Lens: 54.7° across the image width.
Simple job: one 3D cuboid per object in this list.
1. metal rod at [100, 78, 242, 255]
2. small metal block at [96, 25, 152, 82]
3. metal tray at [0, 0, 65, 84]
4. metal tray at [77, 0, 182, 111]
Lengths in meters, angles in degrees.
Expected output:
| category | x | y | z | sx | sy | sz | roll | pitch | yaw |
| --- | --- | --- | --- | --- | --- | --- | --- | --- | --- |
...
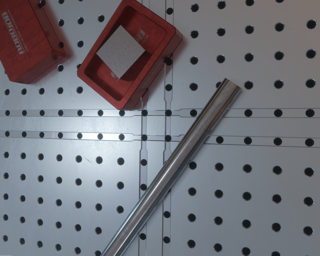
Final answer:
| category | x | y | z | sx | sy | sz | roll | pitch | yaw |
| --- | --- | --- | --- | --- | --- | --- | --- | --- | --- |
| metal rod | 0.008 | 0.066 | 0.409 | 0.025 | 0.025 | 0.299 | 37 | 101 | 16 |
| small metal block | -0.048 | -0.099 | 0.415 | 0.050 | 0.025 | 0.050 | -45 | 77 | 14 |
| metal tray | -0.216 | -0.146 | 0.484 | 0.090 | 0.030 | 0.130 | -30 | 80 | 17 |
| metal tray | -0.044 | -0.099 | 0.424 | 0.090 | 0.030 | 0.130 | 39 | 102 | 15 |
